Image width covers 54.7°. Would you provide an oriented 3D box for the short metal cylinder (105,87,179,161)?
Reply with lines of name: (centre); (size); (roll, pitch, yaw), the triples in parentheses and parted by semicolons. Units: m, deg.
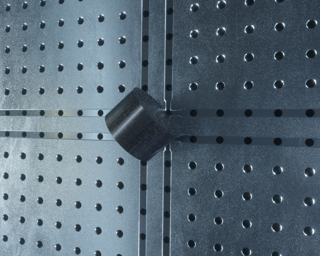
short metal cylinder: (-0.022, -0.005, 0.389); (0.050, 0.080, 0.080); (-42, 77, 15)
